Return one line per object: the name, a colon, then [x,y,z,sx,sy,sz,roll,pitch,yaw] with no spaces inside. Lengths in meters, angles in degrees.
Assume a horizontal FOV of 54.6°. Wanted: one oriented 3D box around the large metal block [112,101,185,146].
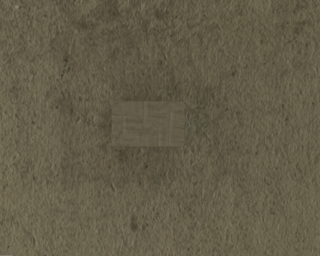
large metal block: [-0.013,-0.005,0.382,0.080,0.080,0.050,0,90,0]
